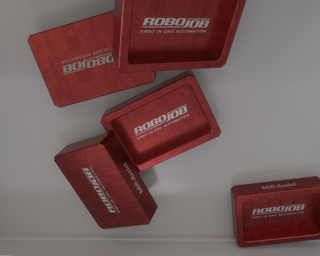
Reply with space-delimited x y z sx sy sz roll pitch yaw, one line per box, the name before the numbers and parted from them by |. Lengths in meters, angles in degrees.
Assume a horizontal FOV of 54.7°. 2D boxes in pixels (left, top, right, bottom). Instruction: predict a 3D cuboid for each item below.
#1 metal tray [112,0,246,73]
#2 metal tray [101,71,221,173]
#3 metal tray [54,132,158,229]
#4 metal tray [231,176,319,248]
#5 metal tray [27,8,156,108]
metal tray | 0.019 -0.108 0.329 0.131 0.030 0.089 -7 134 -20
metal tray | 0.002 -0.006 0.406 0.130 0.030 0.090 -25 108 9
metal tray | -0.072 0.075 0.418 0.090 0.030 0.130 -16 111 30
metal tray | 0.175 0.124 0.455 0.131 0.030 0.089 -7 110 2
metal tray | -0.078 -0.085 0.376 0.131 0.030 0.089 -15 110 5
